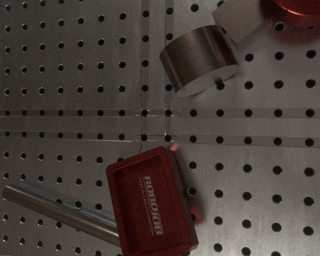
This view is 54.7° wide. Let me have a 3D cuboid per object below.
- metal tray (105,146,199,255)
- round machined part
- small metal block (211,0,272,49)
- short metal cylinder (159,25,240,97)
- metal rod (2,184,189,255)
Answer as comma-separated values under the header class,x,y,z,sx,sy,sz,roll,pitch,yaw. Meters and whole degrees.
class,x,y,z,sx,sy,sz,roll,pitch,yaw
metal tray,-0.013,0.099,0.397,0.090,0.030,0.130,-22,70,17
round machined part,0.156,-0.153,0.338,0.099,0.042,0.098,-1,77,3
small metal block,0.100,-0.135,0.377,0.050,0.025,0.050,-39,78,15
short metal cylinder,0.046,-0.077,0.367,0.080,0.080,0.050,-25,82,18
metal rod,-0.104,0.139,0.447,0.301,0.025,0.025,15,95,19
